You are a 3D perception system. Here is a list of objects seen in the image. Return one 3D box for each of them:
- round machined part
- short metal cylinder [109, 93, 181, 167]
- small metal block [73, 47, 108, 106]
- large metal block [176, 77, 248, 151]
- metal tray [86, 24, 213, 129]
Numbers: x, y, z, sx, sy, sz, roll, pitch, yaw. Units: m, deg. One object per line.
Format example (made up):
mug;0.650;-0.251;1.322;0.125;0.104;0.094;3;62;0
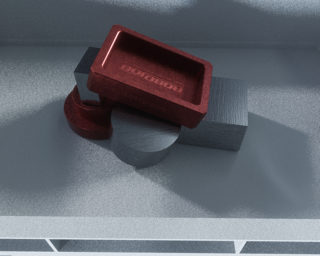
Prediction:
round machined part;-0.081;-0.035;0.420;0.099;0.042;0.098;0;50;0
short metal cylinder;-0.020;0.001;0.371;0.081;0.050;0.080;6;63;-11
small metal block;-0.081;-0.064;0.385;0.025;0.050;0.050;10;51;8
large metal block;0.068;-0.022;0.404;0.080;0.050;0.080;8;50;6
metal tray;-0.007;-0.061;0.359;0.131;0.030;0.090;20;50;-8
